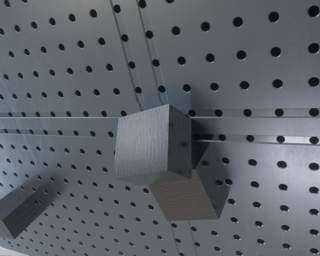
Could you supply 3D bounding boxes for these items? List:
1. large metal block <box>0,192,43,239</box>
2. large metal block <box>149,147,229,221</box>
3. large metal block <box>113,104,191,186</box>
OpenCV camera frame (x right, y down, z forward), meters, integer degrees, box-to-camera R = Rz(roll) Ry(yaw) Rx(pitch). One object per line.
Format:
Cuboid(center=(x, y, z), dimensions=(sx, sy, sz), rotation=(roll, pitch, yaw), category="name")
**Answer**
Cuboid(center=(-0.313, 0.183, 0.655), dimensions=(0.080, 0.080, 0.050), rotation=(-5, 116, 30), category="large metal block")
Cuboid(center=(0.037, 0.078, 0.425), dimensions=(0.080, 0.050, 0.080), rotation=(-13, 112, 33), category="large metal block")
Cuboid(center=(-0.008, 0.024, 0.387), dimensions=(0.080, 0.080, 0.050), rotation=(-13, 153, 33), category="large metal block")
